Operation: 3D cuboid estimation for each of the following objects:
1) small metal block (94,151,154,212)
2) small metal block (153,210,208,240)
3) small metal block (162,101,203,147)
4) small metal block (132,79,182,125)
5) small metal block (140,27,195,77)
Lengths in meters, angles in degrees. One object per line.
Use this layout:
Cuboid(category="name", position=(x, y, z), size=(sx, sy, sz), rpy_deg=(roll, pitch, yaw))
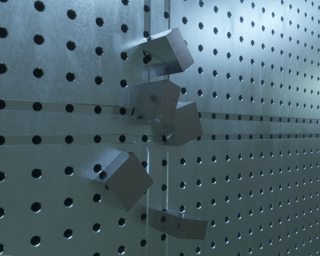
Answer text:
Cuboid(category="small metal block", position=(-0.043, 0.064, 0.375), size=(0.050, 0.025, 0.050), rpy_deg=(-46, 118, -30))
Cuboid(category="small metal block", position=(0.027, 0.131, 0.419), size=(0.050, 0.050, 0.025), rpy_deg=(20, 78, -39))
Cuboid(category="small metal block", position=(0.030, -0.006, 0.437), size=(0.050, 0.025, 0.050), rpy_deg=(-23, 105, -38))
Cuboid(category="small metal block", position=(-0.005, -0.031, 0.391), size=(0.025, 0.050, 0.050), rpy_deg=(24, 75, -38))
Cuboid(category="small metal block", position=(0.009, -0.098, 0.403), size=(0.025, 0.050, 0.050), rpy_deg=(-44, 117, -31))
